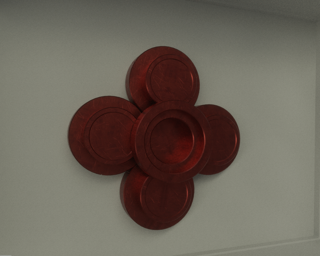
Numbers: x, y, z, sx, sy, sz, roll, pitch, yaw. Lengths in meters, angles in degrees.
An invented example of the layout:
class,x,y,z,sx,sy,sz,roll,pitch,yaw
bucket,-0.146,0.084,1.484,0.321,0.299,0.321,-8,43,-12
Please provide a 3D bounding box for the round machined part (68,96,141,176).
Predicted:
class,x,y,z,sx,sy,sz,roll,pitch,yaw
round machined part,-0.060,0.009,0.377,0.099,0.042,0.097,0,90,-20

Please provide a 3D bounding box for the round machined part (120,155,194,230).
class,x,y,z,sx,sy,sz,roll,pitch,yaw
round machined part,0.001,0.083,0.400,0.099,0.042,0.097,1,88,-21

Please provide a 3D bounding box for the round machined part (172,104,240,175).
class,x,y,z,sx,sy,sz,roll,pitch,yaw
round machined part,0.069,0.016,0.424,0.099,0.042,0.097,0,90,-20

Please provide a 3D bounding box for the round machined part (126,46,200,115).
class,x,y,z,sx,sy,sz,roll,pitch,yaw
round machined part,0.008,-0.058,0.401,0.099,0.042,0.097,0,90,-20

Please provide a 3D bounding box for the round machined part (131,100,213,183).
class,x,y,z,sx,sy,sz,roll,pitch,yaw
round machined part,0.011,0.016,0.381,0.099,0.042,0.097,0,90,-20
